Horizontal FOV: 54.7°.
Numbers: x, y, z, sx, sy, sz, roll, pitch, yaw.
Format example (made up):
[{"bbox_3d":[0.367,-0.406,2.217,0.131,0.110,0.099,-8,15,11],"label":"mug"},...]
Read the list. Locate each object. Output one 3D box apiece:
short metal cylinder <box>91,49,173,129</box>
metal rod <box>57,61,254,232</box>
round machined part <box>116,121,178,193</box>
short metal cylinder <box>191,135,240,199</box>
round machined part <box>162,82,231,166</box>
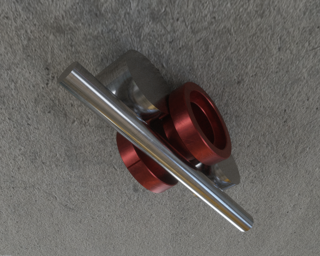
[{"bbox_3d":[-0.028,-0.038,0.339,0.050,0.080,0.080,-32,124,24],"label":"short metal cylinder"},{"bbox_3d":[0.017,0.039,0.338,0.025,0.025,0.300,-33,124,24],"label":"metal rod"},{"bbox_3d":[-0.005,0.027,0.382,0.042,0.098,0.098,-34,123,20],"label":"round machined part"},{"bbox_3d":[0.064,0.049,0.415,0.050,0.080,0.080,-32,124,24],"label":"short metal cylinder"},{"bbox_3d":[0.040,-0.001,0.361,0.042,0.098,0.098,-29,125,28],"label":"round machined part"}]
